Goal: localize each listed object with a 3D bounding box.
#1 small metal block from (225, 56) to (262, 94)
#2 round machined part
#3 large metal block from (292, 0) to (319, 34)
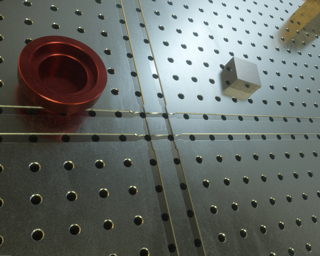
[{"bbox_3d":[0.146,-0.092,0.543,0.050,0.025,0.050,13,56,-21],"label":"small metal block"},{"bbox_3d":[-0.117,-0.059,0.370,0.099,0.042,0.098,14,56,-21],"label":"round machined part"},{"bbox_3d":[0.386,-0.278,0.751,0.081,0.080,0.050,-1,62,-29],"label":"large metal block"}]
